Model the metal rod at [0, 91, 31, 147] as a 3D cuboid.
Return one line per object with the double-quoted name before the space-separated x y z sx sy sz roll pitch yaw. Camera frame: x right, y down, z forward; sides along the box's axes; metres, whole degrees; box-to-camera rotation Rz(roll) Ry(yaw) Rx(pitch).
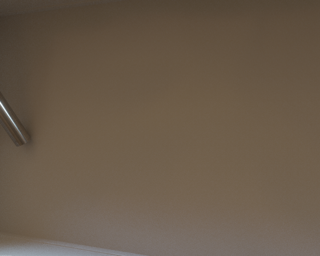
"metal rod" -0.272 -0.103 0.428 0.025 0.025 0.299 -16 114 19
